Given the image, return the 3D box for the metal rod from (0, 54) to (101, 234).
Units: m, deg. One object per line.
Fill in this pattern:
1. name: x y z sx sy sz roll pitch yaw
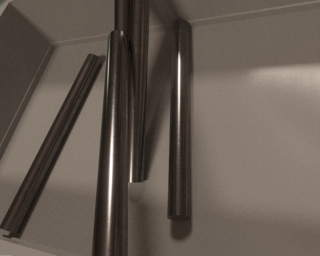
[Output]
1. metal rod: -0.161 0.010 0.481 0.025 0.025 0.300 6 65 30

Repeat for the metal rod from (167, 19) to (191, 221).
1. metal rod: 0.026 -0.032 0.410 0.025 0.025 0.299 -11 57 22

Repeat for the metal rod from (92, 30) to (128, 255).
1. metal rod: -0.043 0.002 0.292 0.025 0.025 0.300 -19 48 16

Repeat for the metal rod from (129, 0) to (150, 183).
1. metal rod: -0.028 -0.083 0.392 0.025 0.025 0.298 0 86 28

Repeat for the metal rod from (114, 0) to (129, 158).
1. metal rod: -0.048 -0.107 0.410 0.025 0.025 0.298 -1 89 27
